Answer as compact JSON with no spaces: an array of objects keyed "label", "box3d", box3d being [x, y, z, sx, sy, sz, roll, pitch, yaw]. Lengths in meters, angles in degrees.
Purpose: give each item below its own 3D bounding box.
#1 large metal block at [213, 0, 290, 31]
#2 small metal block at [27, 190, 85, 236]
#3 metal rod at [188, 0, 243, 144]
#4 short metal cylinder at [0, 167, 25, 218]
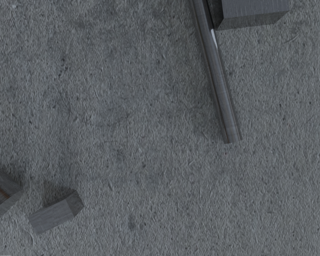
[{"label":"large metal block","box3d":[0.112,-0.177,0.399,0.081,0.050,0.079,-7,90,-1]},{"label":"small metal block","box3d":[-0.131,0.107,0.396,0.050,0.050,0.025,-26,90,0]},{"label":"metal rod","box3d":[0.061,-0.127,0.410,0.025,0.025,0.298,-14,90,0]},{"label":"short metal cylinder","box3d":[-0.217,0.088,0.380,0.050,0.080,0.080,44,90,-1]}]
